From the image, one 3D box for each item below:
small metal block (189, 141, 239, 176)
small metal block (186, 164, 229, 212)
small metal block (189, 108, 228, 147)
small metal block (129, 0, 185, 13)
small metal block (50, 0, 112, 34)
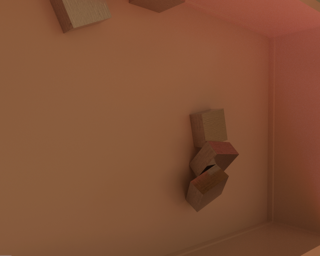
[{"bbox_3d":[0.080,0.046,0.458,0.050,0.025,0.050,5,130,-40],"label":"small metal block"},{"bbox_3d":[0.067,0.087,0.445,0.050,0.025,0.050,-29,146,-27],"label":"small metal block"},{"bbox_3d":[0.075,-0.001,0.472,0.050,0.025,0.050,-15,100,-39],"label":"small metal block"},{"bbox_3d":[-0.004,-0.170,0.389,0.050,0.050,0.025,1,90,-40],"label":"small metal block"},{"bbox_3d":[-0.087,-0.136,0.334,0.050,0.025,0.050,-32,110,-36],"label":"small metal block"}]
